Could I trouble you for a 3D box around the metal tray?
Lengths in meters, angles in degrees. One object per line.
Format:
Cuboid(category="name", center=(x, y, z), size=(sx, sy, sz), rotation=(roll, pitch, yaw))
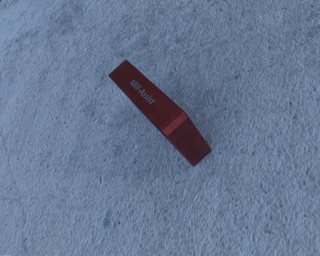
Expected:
Cuboid(category="metal tray", center=(-0.001, -0.019, 0.375), size=(0.030, 0.090, 0.130), rotation=(-43, 51, -1))
